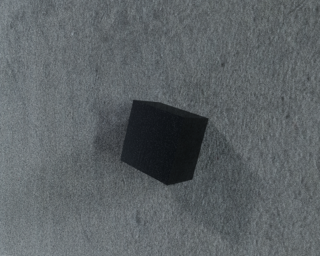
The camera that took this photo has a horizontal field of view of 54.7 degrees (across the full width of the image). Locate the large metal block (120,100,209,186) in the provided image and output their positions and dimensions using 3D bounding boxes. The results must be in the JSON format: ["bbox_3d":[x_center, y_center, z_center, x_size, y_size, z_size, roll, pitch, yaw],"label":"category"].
[{"bbox_3d":[0.004,0.015,0.384,0.080,0.050,0.079,22,104,37],"label":"large metal block"}]
